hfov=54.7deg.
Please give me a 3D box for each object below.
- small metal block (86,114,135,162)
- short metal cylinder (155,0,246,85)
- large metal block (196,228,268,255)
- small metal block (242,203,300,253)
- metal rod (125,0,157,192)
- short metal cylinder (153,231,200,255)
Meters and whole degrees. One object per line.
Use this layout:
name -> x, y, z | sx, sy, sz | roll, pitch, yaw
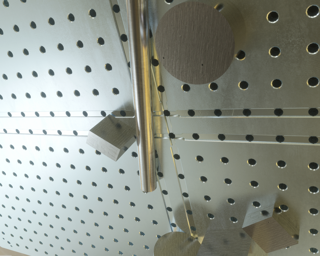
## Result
small metal block -> -0.067, 0.013, 0.439 | 0.050, 0.050, 0.025 | 31, 128, 8
short metal cylinder -> 0.042, -0.091, 0.317 | 0.080, 0.050, 0.079 | 13, 124, 21
large metal block -> 0.100, 0.191, 0.441 | 0.080, 0.080, 0.050 | -19, 108, 35
small metal block -> 0.149, 0.136, 0.417 | 0.050, 0.025, 0.050 | 46, 129, -4
metal rod -> -0.022, -0.038, 0.399 | 0.025, 0.025, 0.298 | 12, 124, 22
short metal cylinder -> 0.028, 0.215, 0.494 | 0.080, 0.080, 0.050 | 20, 126, 17
